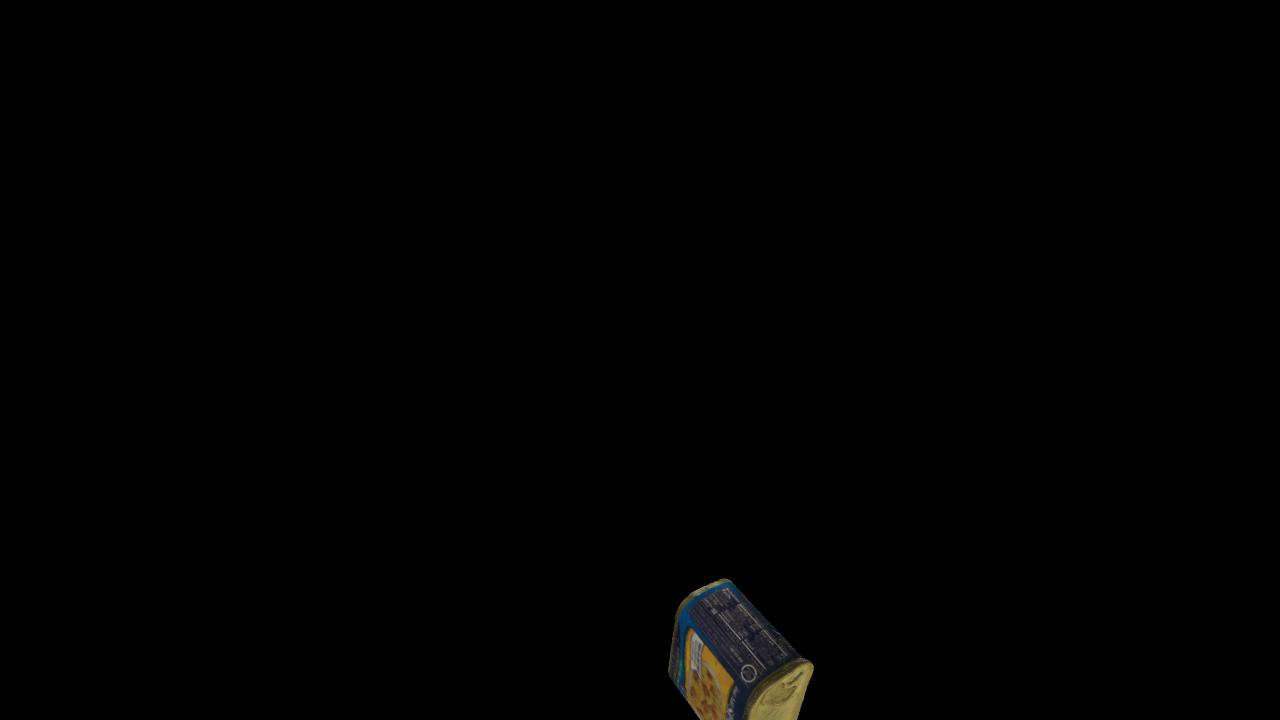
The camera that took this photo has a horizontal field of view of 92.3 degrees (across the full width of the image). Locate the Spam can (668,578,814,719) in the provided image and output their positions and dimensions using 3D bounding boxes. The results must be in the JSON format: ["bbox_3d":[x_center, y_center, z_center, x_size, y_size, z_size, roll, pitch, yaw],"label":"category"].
[{"bbox_3d":[0.067,0.223,0.440,0.058,0.101,0.085,-14,34,-31],"label":"Spam can"}]
